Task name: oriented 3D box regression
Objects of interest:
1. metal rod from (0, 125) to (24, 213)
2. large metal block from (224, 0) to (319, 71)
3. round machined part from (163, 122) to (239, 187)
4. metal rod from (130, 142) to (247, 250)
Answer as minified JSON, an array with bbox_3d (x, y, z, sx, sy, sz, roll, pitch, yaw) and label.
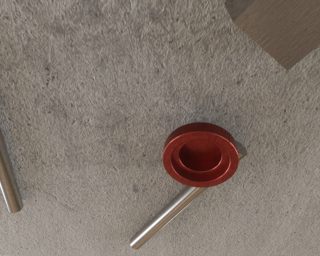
[{"bbox_3d":[-0.224,0.018,0.418,0.025,0.025,0.298,4,130,-4],"label":"metal rod"},{"bbox_3d":[0.122,-0.116,0.294,0.080,0.050,0.080,31,123,-24],"label":"large metal block"},{"bbox_3d":[0.055,0.031,0.418,0.099,0.042,0.097,4,126,5],"label":"round machined part"},{"bbox_3d":[0.033,0.125,0.514,0.025,0.025,0.298,26,125,-21],"label":"metal rod"}]
